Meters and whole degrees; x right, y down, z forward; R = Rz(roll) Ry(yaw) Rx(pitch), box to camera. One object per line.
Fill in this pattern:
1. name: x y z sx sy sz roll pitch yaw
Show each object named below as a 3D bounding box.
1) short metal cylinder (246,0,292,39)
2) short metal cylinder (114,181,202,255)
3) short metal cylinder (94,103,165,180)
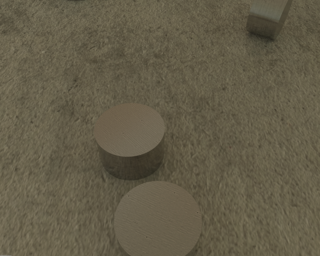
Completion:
1. short metal cylinder: 0.191 -0.201 0.539 0.050 0.080 0.080 25 54 19
2. short metal cylinder: -0.002 0.099 0.303 0.081 0.050 0.080 0 50 0
3. short metal cylinder: -0.035 0.016 0.373 0.081 0.050 0.080 0 50 0
